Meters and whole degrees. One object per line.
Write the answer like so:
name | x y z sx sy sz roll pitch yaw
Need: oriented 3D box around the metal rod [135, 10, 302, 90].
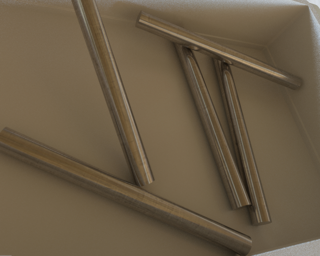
metal rod | 0.105 -0.119 0.501 0.302 0.025 0.025 16 55 -19

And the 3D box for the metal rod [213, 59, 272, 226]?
metal rod | 0.117 -0.007 0.472 0.025 0.025 0.299 8 58 -24

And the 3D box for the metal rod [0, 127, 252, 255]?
metal rod | -0.029 0.076 0.343 0.301 0.025 0.025 27 53 -12

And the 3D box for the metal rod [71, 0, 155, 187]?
metal rod | -0.064 -0.078 0.345 0.025 0.025 0.298 -22 97 -36

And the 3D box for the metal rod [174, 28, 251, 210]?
metal rod | 0.068 -0.029 0.459 0.025 0.025 0.299 -2 63 -29
